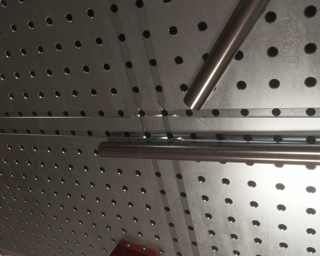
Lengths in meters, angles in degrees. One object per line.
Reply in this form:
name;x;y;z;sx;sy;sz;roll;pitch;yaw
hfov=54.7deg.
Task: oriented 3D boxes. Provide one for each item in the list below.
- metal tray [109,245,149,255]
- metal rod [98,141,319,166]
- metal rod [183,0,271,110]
metal tray;-0.049;0.300;0.617;0.090;0.030;0.129;10;123;22
metal rod;0.046;0.031;0.404;0.300;0.025;0.025;-1;118;28
metal rod;0.096;-0.132;0.278;0.025;0.025;0.298;34;129;6
